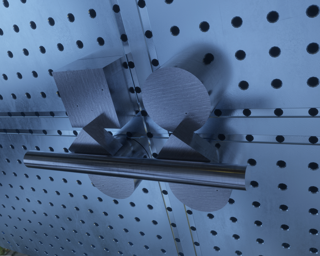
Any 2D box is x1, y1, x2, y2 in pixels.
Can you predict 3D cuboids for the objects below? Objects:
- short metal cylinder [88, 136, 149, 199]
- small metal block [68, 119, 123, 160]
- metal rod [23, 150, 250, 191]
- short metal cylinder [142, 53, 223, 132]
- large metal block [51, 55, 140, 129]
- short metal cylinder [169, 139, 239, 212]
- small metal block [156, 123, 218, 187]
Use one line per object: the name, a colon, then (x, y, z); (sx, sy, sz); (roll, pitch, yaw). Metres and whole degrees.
short metal cylinder: (-0.062, 0.058, 0.463); (0.080, 0.050, 0.079); (13, 124, 21)
small metal block: (-0.086, 0.025, 0.408); (0.050, 0.025, 0.050); (42, 129, -1)
metal rod: (-0.049, 0.046, 0.368); (0.300, 0.025, 0.025); (1, 119, 27)
short metal cylinder: (0.027, -0.040, 0.356); (0.080, 0.050, 0.079); (13, 124, 21)
large metal block: (-0.083, -0.047, 0.409); (0.080, 0.050, 0.080); (1, 119, 27)
short metal cylinder: (0.057, 0.061, 0.403); (0.080, 0.050, 0.079); (13, 124, 21)
small metal block: (0.028, 0.031, 0.351); (0.050, 0.025, 0.050); (35, 129, 5)
